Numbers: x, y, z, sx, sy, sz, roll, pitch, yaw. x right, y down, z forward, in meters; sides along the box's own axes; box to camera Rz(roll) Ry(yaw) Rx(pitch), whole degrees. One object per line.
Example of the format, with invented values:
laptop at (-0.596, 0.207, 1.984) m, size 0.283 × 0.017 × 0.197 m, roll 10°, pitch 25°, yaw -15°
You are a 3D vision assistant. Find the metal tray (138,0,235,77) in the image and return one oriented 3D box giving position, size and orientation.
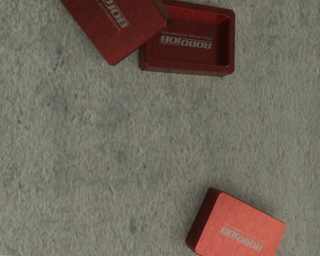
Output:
metal tray at (0.038, -0.120, 0.421) m, size 0.131 × 0.030 × 0.089 m, roll 1°, pitch 90°, yaw -21°

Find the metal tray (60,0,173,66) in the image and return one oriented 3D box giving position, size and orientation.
metal tray at (-0.059, -0.150, 0.356) m, size 0.090 × 0.030 × 0.130 m, roll -30°, pitch 105°, yaw 27°

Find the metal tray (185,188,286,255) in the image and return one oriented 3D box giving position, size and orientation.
metal tray at (0.112, 0.154, 0.450) m, size 0.131 × 0.030 × 0.090 m, roll 29°, pitch 80°, yaw -18°
